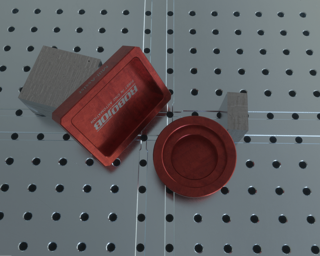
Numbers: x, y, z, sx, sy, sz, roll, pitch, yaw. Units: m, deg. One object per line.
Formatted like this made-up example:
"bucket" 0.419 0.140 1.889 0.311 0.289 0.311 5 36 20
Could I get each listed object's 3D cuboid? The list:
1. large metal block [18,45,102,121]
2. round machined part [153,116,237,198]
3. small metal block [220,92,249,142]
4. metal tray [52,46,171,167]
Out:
"large metal block" -0.127 -0.055 0.418 0.080 0.050 0.080 15 71 5
"round machined part" 0.043 0.037 0.385 0.099 0.042 0.098 -1 75 5
"small metal block" 0.095 -0.013 0.404 0.025 0.050 0.050 4 70 1
"metal tray" -0.055 -0.028 0.388 0.130 0.090 0.030 -48 37 -15
